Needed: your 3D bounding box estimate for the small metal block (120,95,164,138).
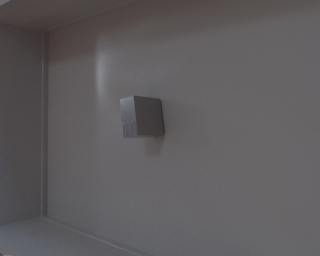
[{"bbox_3d":[-0.023,-0.014,0.406,0.025,0.050,0.050,-11,82,40],"label":"small metal block"}]
